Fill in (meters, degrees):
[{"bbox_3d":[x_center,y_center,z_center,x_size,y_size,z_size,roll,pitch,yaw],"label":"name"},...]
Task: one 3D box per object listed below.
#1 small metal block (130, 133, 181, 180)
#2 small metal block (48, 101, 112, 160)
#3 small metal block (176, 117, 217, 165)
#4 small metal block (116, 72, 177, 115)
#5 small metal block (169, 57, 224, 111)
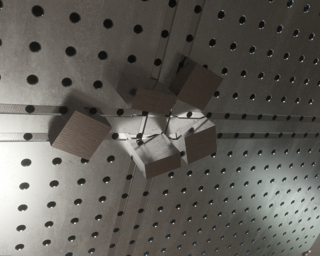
[{"bbox_3d":[-0.006,0.037,0.416,0.050,0.050,0.025,-17,126,-19],"label":"small metal block"},{"bbox_3d":[-0.094,0.004,0.363,0.050,0.025,0.050,29,102,-38],"label":"small metal block"},{"bbox_3d":[0.054,0.019,0.455,0.050,0.025,0.050,-22,127,-16],"label":"small metal block"},{"bbox_3d":[-0.017,-0.040,0.362,0.050,0.050,0.025,9,114,-33],"label":"small metal block"},{"bbox_3d":[0.046,-0.056,0.403,0.050,0.025,0.050,21,107,-36],"label":"small metal block"}]
